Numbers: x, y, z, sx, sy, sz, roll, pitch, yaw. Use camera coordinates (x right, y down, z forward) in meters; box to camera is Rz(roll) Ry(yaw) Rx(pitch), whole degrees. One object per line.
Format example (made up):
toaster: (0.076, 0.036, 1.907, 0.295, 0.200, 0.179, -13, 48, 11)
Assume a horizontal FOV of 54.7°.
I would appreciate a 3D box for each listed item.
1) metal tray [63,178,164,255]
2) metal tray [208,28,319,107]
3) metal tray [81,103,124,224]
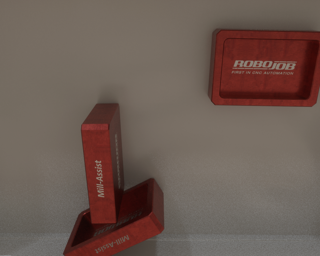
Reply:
metal tray: (-0.059, 0.127, 0.422, 0.130, 0.090, 0.030, -27, 108, 9)
metal tray: (0.129, -0.074, 0.382, 0.131, 0.030, 0.089, 1, 110, -1)
metal tray: (-0.068, 0.042, 0.391, 0.030, 0.090, 0.129, -1, 110, 0)
